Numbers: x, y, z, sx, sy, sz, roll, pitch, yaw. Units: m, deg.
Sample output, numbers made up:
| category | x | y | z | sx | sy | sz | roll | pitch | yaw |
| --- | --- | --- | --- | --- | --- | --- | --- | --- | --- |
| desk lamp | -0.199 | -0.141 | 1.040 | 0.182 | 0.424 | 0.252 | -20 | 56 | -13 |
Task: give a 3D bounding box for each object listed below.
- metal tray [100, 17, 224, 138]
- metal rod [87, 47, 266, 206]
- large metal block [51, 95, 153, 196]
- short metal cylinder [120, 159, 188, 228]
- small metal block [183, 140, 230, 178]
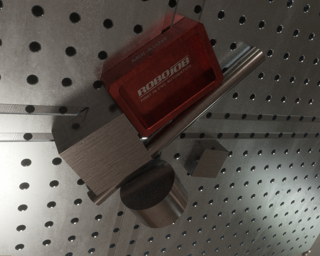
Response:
| category | x | y | z | sx | sy | sz | roll | pitch | yaw |
| --- | --- | --- | --- | --- | --- | --- | --- | --- | --- |
| metal tray | 0.007 | -0.059 | 0.376 | 0.130 | 0.030 | 0.090 | -36 | 130 | -4 |
| metal rod | 0.022 | -0.003 | 0.423 | 0.300 | 0.025 | 0.025 | -41 | 130 | 0 |
| large metal block | -0.068 | 0.021 | 0.372 | 0.080 | 0.050 | 0.080 | -34 | 129 | -7 |
| short metal cylinder | -0.008 | 0.090 | 0.429 | 0.080 | 0.080 | 0.050 | -35 | 129 | -5 |
| small metal block | 0.072 | 0.049 | 0.484 | 0.050 | 0.025 | 0.050 | 10 | 113 | -33 |
